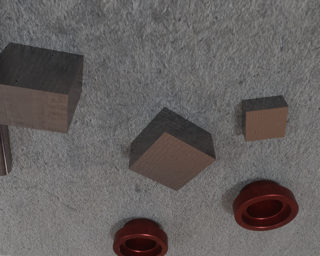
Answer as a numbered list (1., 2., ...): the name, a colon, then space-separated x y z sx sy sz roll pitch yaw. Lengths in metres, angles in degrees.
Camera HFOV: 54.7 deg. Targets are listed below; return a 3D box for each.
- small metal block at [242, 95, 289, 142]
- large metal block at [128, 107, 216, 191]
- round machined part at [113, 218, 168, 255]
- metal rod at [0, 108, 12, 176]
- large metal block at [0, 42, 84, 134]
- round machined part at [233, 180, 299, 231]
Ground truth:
1. small metal block: 0.133 -0.012 0.398 0.050 0.025 0.050 -7 130 5
2. large metal block: 0.015 0.031 0.417 0.080 0.050 0.080 29 124 -23
3. round machined part: -0.035 0.203 0.568 0.099 0.042 0.097 0 130 0
4. metal rod: -0.200 -0.050 0.362 0.025 0.025 0.298 10 130 -8
5. large metal block: -0.131 -0.044 0.332 0.081 0.080 0.050 9 130 -8
6. round machined part: 0.167 0.122 0.501 0.099 0.042 0.097 0 130 0
